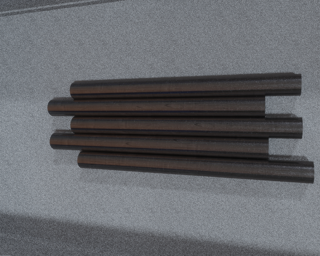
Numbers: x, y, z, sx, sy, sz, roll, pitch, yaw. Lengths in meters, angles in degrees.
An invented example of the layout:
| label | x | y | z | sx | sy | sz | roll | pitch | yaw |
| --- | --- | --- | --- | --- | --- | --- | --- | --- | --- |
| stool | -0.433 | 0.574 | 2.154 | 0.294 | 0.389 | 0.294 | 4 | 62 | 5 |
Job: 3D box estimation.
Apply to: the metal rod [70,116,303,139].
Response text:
| label | x | y | z | sx | sy | sz | roll | pitch | yaw |
| --- | --- | --- | --- | --- | --- | --- | --- | --- | --- |
| metal rod | 0.019 | -0.002 | 0.402 | 0.301 | 0.025 | 0.025 | 1 | 90 | 19 |

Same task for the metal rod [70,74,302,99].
| label | x | y | z | sx | sy | sz | roll | pitch | yaw |
| --- | --- | --- | --- | --- | --- | --- | --- | --- | --- |
| metal rod | 0.018 | -0.052 | 0.402 | 0.301 | 0.025 | 0.025 | 1 | 90 | 19 |

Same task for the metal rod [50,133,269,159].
| label | x | y | z | sx | sy | sz | roll | pitch | yaw |
| --- | --- | --- | --- | --- | --- | --- | --- | --- | --- |
| metal rod | -0.014 | 0.022 | 0.413 | 0.301 | 0.025 | 0.025 | 1 | 90 | 19 |

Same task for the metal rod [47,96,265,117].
| label | x | y | z | sx | sy | sz | roll | pitch | yaw |
| --- | --- | --- | --- | --- | --- | --- | --- | --- | --- |
| metal rod | -0.018 | -0.028 | 0.414 | 0.301 | 0.025 | 0.025 | 1 | 90 | 19 |

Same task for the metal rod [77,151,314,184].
| label | x | y | z | sx | sy | sz | roll | pitch | yaw |
| --- | --- | --- | --- | --- | --- | --- | --- | --- | --- |
| metal rod | 0.030 | 0.048 | 0.398 | 0.301 | 0.025 | 0.025 | 1 | 90 | 19 |
